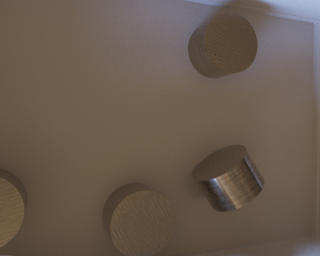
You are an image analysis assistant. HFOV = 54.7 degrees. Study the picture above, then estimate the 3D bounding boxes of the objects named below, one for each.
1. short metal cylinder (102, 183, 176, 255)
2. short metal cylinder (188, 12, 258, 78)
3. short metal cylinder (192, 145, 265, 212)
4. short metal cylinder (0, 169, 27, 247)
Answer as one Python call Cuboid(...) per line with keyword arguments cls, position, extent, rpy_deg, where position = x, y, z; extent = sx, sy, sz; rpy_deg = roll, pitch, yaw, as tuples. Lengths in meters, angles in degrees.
Cuboid(cls="short metal cylinder", position=(-0.027, 0.113, 0.388), extent=(0.081, 0.050, 0.079), rpy_deg=(0, 90, -21))
Cuboid(cls="short metal cylinder", position=(0.086, -0.112, 0.430), extent=(0.081, 0.050, 0.079), rpy_deg=(0, 90, -21))
Cuboid(cls="short metal cylinder", position=(0.091, 0.066, 0.417), extent=(0.080, 0.080, 0.050), rpy_deg=(-36, 102, -17))
Cuboid(cls="short metal cylinder", position=(-0.186, 0.085, 0.329), extent=(0.081, 0.050, 0.079), rpy_deg=(0, 90, -20))
